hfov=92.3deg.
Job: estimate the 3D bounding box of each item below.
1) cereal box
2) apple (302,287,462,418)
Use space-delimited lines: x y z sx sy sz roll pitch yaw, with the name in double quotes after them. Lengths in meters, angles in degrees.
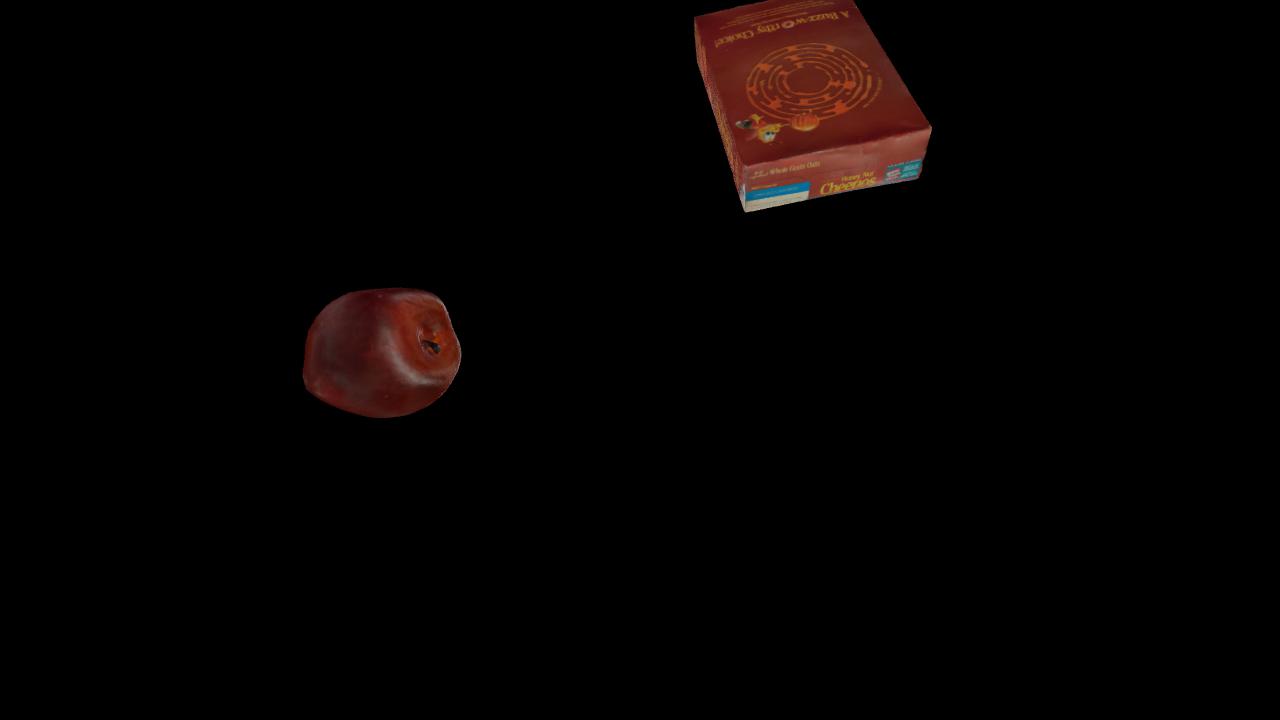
0.192 -0.326 0.749 0.203 0.306 0.081 -12 -32 3 "cereal box"
-0.149 -0.003 0.353 0.093 0.079 0.079 -11 -5 27 "apple"
